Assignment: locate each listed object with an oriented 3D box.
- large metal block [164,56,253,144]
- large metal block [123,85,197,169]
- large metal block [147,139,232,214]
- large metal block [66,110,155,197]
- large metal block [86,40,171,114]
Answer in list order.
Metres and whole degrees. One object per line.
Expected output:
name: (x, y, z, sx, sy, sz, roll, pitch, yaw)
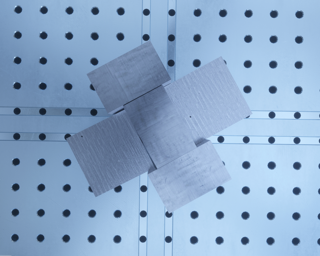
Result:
large metal block: (0.058, -0.034, 0.400, 0.080, 0.050, 0.080, -29, 92, 0)
large metal block: (0.000, -0.002, 0.386, 0.050, 0.080, 0.080, -29, 90, 0)
large metal block: (0.033, 0.055, 0.386, 0.080, 0.080, 0.050, -29, 90, -1)
large metal block: (-0.060, 0.031, 0.401, 0.080, 0.050, 0.080, -27, 90, 0)
large metal block: (-0.034, -0.057, 0.385, 0.080, 0.080, 0.050, -28, 90, 0)
